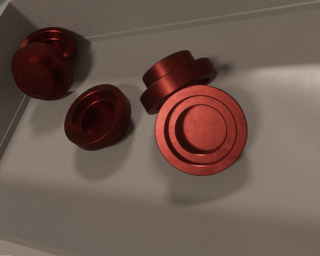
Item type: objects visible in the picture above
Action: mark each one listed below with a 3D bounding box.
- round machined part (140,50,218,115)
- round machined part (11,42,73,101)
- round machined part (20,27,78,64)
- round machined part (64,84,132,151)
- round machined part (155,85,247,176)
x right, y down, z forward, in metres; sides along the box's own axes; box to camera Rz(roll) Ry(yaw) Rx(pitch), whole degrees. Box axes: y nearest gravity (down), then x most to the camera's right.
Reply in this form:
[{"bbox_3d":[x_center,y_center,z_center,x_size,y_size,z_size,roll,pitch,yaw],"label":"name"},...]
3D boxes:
[{"bbox_3d":[0.018,-0.059,0.380,0.098,0.098,0.042,-31,84,8],"label":"round machined part"},{"bbox_3d":[-0.198,-0.086,0.508,0.098,0.098,0.042,-14,31,20],"label":"round machined part"},{"bbox_3d":[-0.198,-0.135,0.566,0.099,0.042,0.098,-1,58,2],"label":"round machined part"},{"bbox_3d":[-0.084,-0.011,0.444,0.098,0.042,0.098,-13,56,20],"label":"round machined part"},{"bbox_3d":[0.047,0.001,0.349,0.098,0.042,0.097,1,96,13],"label":"round machined part"}]
